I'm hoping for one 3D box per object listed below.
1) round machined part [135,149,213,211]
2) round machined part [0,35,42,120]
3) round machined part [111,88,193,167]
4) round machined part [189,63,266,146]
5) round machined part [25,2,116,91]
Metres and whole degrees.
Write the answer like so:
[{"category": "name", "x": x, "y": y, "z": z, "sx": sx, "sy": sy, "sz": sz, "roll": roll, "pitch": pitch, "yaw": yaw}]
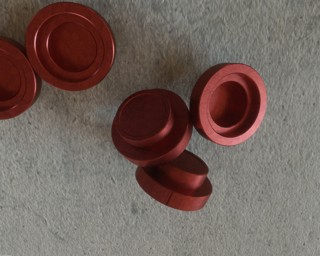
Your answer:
[{"category": "round machined part", "x": 0.022, "y": 0.056, "z": 0.392, "sx": 0.099, "sy": 0.098, "sz": 0.042, "roll": 21, "pitch": 109, "yaw": -8}, {"category": "round machined part", "x": -0.193, "y": -0.062, "z": 0.375, "sx": 0.099, "sy": 0.042, "sz": 0.097, "roll": 0, "pitch": 110, "yaw": -1}, {"category": "round machined part", "x": -0.014, "y": -0.007, "z": 0.367, "sx": 0.098, "sy": 0.098, "sz": 0.042, "roll": -23, "pitch": 148, "yaw": 8}, {"category": "round machined part", "x": 0.078, "y": -0.030, "z": 0.378, "sx": 0.099, "sy": 0.042, "sz": 0.097, "roll": -6, "pitch": 105, "yaw": -25}, {"category": "round machined part", "x": -0.101, "y": -0.096, "z": 0.364, "sx": 0.099, "sy": 0.042, "sz": 0.097, "roll": 0, "pitch": 110, "yaw": -1}]
